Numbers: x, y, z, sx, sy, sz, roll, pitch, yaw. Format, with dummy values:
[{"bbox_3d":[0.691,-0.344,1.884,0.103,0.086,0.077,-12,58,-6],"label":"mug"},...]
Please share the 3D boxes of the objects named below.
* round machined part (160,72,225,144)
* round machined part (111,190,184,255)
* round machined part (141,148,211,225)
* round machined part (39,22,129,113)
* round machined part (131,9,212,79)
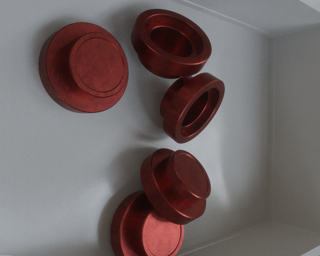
[{"bbox_3d":[0.038,-0.031,0.409,0.099,0.042,0.097,-38,151,-25],"label":"round machined part"},{"bbox_3d":[-0.008,0.127,0.383,0.099,0.042,0.097,8,77,-41],"label":"round machined part"},{"bbox_3d":[0.026,0.066,0.388,0.098,0.042,0.098,36,32,-26],"label":"round machined part"},{"bbox_3d":[-0.074,-0.065,0.335,0.099,0.042,0.097,0,90,-40],"label":"round machined part"},{"bbox_3d":[0.011,-0.100,0.386,0.099,0.042,0.098,13,51,-16],"label":"round machined part"}]
